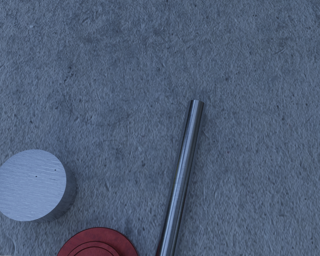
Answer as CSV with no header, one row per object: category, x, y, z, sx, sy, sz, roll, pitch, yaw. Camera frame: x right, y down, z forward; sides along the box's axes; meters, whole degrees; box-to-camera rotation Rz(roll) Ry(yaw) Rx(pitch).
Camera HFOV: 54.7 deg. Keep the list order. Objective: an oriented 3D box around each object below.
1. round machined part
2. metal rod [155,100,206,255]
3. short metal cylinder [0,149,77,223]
round machined part,-0.070,0.160,0.340,0.099,0.042,0.098,0,70,-1
metal rod,0.017,0.104,0.370,0.025,0.025,0.299,12,70,4
short metal cylinder,-0.145,0.070,0.367,0.081,0.050,0.080,0,70,0
